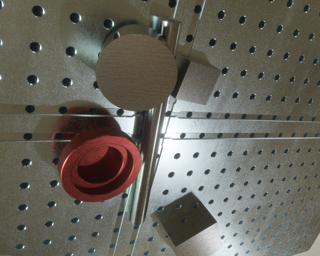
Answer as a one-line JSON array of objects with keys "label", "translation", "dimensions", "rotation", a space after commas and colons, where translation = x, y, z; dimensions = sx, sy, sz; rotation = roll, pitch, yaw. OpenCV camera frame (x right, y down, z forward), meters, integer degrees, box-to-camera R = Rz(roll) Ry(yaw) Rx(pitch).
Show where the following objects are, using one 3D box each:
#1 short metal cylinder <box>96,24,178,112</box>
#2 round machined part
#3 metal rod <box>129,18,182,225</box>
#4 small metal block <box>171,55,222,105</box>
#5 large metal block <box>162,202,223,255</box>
[{"label": "short metal cylinder", "translation": [-0.025, -0.064, 0.327], "dimensions": [0.081, 0.050, 0.079], "rotation": [-3, 118, -5]}, {"label": "round machined part", "translation": [-0.076, 0.041, 0.385], "dimensions": [0.099, 0.042, 0.097], "rotation": [-14, 125, -21]}, {"label": "metal rod", "translation": [-0.011, 0.011, 0.413], "dimensions": [0.025, 0.025, 0.298], "rotation": [-4, 121, -27]}, {"label": "small metal block", "translation": [0.044, -0.061, 0.399], "dimensions": [0.050, 0.025, 0.050], "rotation": [8, 114, -33]}, {"label": "large metal block", "translation": [0.059, 0.192, 0.549], "dimensions": [0.080, 0.050, 0.080], "rotation": [-27, 128, -12]}]
